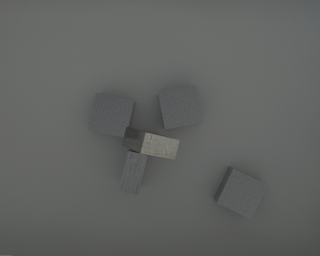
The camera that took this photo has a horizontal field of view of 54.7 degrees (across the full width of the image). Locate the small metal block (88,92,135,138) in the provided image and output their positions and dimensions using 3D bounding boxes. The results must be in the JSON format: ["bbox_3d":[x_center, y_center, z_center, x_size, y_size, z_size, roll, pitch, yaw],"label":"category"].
[{"bbox_3d":[-0.063,-0.017,0.411,0.050,0.025,0.050,12,90,-1],"label":"small metal block"}]

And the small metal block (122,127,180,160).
[{"bbox_3d":[-0.012,0.019,0.389,0.050,0.050,0.025,14,90,-33],"label":"small metal block"}]

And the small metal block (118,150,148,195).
[{"bbox_3d":[-0.033,0.054,0.399,0.025,0.050,0.050,13,90,0],"label":"small metal block"}]

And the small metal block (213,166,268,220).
[{"bbox_3d":[0.107,0.085,0.413,0.050,0.025,0.050,26,90,-1],"label":"small metal block"}]

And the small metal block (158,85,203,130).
[{"bbox_3d":[0.026,-0.027,0.412,0.050,0.025,0.050,-11,90,-1],"label":"small metal block"}]
